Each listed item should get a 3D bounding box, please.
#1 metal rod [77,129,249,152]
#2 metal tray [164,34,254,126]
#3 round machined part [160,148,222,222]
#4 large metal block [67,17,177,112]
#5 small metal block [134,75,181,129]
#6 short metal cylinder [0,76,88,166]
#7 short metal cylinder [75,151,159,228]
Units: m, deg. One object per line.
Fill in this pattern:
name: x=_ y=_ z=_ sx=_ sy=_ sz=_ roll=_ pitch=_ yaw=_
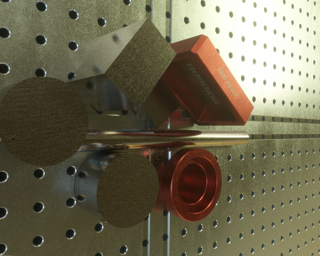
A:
metal rod: x=0.025 y=0.015 z=0.429 sx=0.302 sy=0.025 sz=0.025 roll=1 pitch=90 yaw=-40
metal tray: x=0.054 y=-0.056 z=0.411 sx=0.130 sy=0.090 sz=0.030 roll=47 pitch=62 yaw=-30
round machined part: x=0.038 y=0.076 z=0.430 sx=0.099 sy=0.042 sz=0.097 roll=0 pitch=90 yaw=-40
large metal block: x=-0.042 y=-0.065 z=0.338 sx=0.050 sy=0.080 sz=0.080 roll=47 pitch=62 yaw=-31
small metal block: x=-0.008 y=-0.034 z=0.403 sx=0.050 sy=0.025 sz=0.050 roll=-47 pitch=118 yaw=-30
short metal cylinder: x=-0.117 y=-0.006 z=0.294 sx=0.081 sy=0.050 sz=0.080 roll=0 pitch=90 yaw=-40
short metal cylinder: x=-0.048 y=0.067 z=0.352 sx=0.081 sy=0.050 sz=0.080 roll=0 pitch=90 yaw=-40
